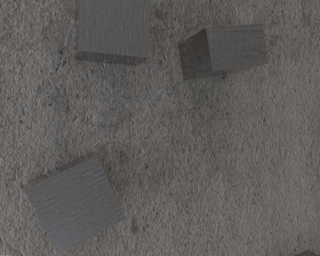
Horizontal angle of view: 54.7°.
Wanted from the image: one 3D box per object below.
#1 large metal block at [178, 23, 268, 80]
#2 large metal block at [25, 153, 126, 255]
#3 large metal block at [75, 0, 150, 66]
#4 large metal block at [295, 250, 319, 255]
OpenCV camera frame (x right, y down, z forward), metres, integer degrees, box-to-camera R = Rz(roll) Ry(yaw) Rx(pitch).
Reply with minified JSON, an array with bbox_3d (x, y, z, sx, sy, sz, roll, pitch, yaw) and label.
[{"bbox_3d":[0.080,-0.098,0.409,0.081,0.080,0.050,-11,94,-20],"label":"large metal block"},{"bbox_3d":[-0.098,0.083,0.360,0.081,0.050,0.080,-25,99,-18],"label":"large metal block"},{"bbox_3d":[-0.059,-0.123,0.374,0.081,0.050,0.080,1,90,-20],"label":"large metal block"},{"bbox_3d":[0.225,0.250,0.479,0.081,0.050,0.080,-15,95,-20],"label":"large metal block"}]
